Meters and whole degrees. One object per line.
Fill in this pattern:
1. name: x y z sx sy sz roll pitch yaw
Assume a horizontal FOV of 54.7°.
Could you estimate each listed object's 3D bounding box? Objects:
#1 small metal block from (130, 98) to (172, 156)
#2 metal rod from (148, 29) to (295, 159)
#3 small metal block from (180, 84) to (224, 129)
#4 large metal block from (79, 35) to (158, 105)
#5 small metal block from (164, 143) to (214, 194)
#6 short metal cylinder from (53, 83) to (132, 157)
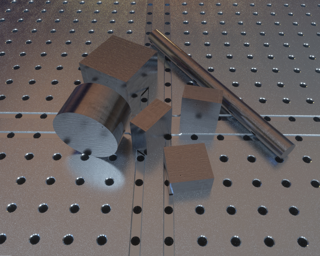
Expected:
1. small metal block: -0.010 -0.001 0.392 0.025 0.050 0.050 32 57 23
2. metal rod: 0.074 -0.066 0.463 0.025 0.025 0.300 -27 55 -21
3. small metal block: 0.055 -0.028 0.416 0.050 0.050 0.025 10 51 8
4. large metal block: -0.059 -0.087 0.463 0.080 0.050 0.080 25 54 19
5. small metal block: 0.032 0.047 0.368 0.050 0.025 0.050 -6 50 -5
6. short metal cylinder: -0.081 -0.008 0.378 0.080 0.080 0.050 12 51 10
